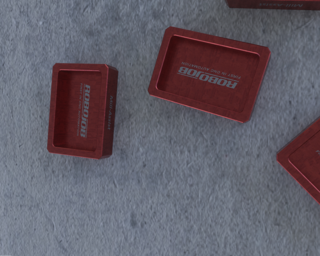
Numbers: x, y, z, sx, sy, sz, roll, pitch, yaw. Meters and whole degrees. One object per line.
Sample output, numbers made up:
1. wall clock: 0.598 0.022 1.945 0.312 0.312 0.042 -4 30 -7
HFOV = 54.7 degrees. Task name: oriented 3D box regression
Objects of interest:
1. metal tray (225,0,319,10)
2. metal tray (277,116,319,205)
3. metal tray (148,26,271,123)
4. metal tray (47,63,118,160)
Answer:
1. metal tray: 0.146 -0.186 0.355 0.130 0.030 0.089 9 93 19
2. metal tray: 0.205 0.049 0.334 0.090 0.030 0.130 -45 77 14
3. metal tray: 0.059 -0.066 0.384 0.130 0.030 0.089 18 96 18
4. metal tray: -0.111 -0.025 0.444 0.090 0.030 0.129 5 92 19
